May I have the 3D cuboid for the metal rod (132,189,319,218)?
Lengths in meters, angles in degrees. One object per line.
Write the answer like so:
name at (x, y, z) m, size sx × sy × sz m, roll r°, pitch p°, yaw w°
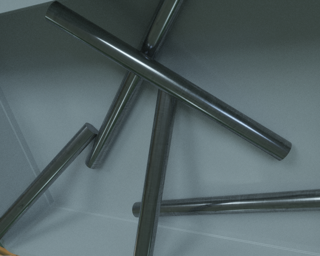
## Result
metal rod at (0.085, 0.107, 0.430) m, size 0.300 × 0.025 × 0.025 m, roll -13°, pitch 112°, yaw 33°

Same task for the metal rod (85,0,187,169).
metal rod at (-0.045, -0.041, 0.407) m, size 0.025 × 0.025 × 0.298 m, roll 36°, pitch 129°, yaw 4°

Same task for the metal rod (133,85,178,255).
metal rod at (-0.010, 0.090, 0.389) m, size 0.025 × 0.025 × 0.298 m, roll 12°, pitch 98°, yaw 22°

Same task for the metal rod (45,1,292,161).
metal rod at (0.012, -0.050, 0.345) m, size 0.301 × 0.025 × 0.025 m, roll 31°, pitch 129°, yaw -2°

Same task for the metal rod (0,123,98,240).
metal rod at (-0.205, 0.106, 0.493) m, size 0.025 × 0.025 × 0.299 m, roll 44°, pitch 101°, yaw -2°
